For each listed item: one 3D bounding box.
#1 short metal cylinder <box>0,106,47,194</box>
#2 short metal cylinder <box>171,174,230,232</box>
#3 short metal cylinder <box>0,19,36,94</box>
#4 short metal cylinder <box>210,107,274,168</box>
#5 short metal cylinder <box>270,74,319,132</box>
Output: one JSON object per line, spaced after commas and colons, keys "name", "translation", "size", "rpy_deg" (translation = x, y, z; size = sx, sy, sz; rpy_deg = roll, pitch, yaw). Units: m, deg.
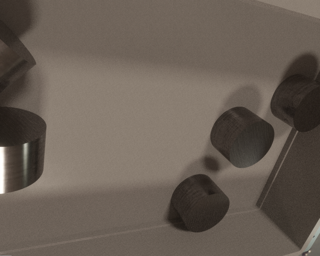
{"name": "short metal cylinder", "translation": [-0.155, 0.019, 0.301], "size": [0.081, 0.080, 0.050], "rpy_deg": [-1, 119, -28]}
{"name": "short metal cylinder", "translation": [0.065, 0.123, 0.507], "size": [0.081, 0.050, 0.079], "rpy_deg": [-14, 125, -21]}
{"name": "short metal cylinder", "translation": [-0.150, -0.066, 0.250], "size": [0.050, 0.080, 0.080], "rpy_deg": [-41, 130, -1]}
{"name": "short metal cylinder", "translation": [0.125, 0.014, 0.472], "size": [0.081, 0.050, 0.079], "rpy_deg": [-14, 125, -21]}
{"name": "short metal cylinder", "translation": [0.226, -0.040, 0.494], "size": [0.081, 0.050, 0.079], "rpy_deg": [-14, 125, -21]}
